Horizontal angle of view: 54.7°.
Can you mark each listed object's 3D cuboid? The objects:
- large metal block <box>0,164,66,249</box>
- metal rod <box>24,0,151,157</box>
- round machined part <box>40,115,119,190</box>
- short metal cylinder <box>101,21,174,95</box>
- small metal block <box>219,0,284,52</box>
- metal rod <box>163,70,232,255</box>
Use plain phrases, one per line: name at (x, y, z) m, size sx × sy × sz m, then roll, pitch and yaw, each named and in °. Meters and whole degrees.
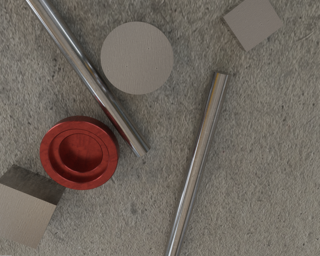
large metal block at (-0.190, 0.110, 0.434) m, size 0.080 × 0.050 × 0.080 m, roll 25°, pitch 108°, yaw -10°
metal rod at (-0.101, -0.087, 0.376) m, size 0.025 × 0.025 × 0.299 m, roll -30°, pitch 108°, yaw 10°
round machined part at (-0.102, 0.029, 0.410) m, size 0.099 × 0.042 × 0.097 m, roll 0°, pitch 110°, yaw -1°
short metal cylinder at (-0.025, -0.084, 0.365) m, size 0.081 × 0.050 × 0.079 m, roll 0°, pitch 110°, yaw -1°
small metal block at (0.107, -0.126, 0.365) m, size 0.050 × 0.025 × 0.050 m, roll -36°, pitch 107°, yaw 12°
metal rod at (0.047, 0.068, 0.435) m, size 0.025 × 0.025 × 0.298 m, roll 11°, pitch 110°, yaw -5°
